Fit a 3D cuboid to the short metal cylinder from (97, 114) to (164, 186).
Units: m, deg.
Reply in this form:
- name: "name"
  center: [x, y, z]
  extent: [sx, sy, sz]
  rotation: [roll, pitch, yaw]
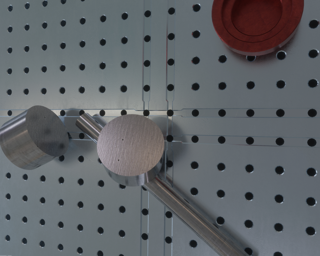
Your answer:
- name: "short metal cylinder"
  center: [-0.035, 0.029, 0.393]
  extent: [0.081, 0.050, 0.080]
  rotation: [1, 65, -1]

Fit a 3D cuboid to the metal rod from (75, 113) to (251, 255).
- name: "metal rod"
  center: [-0.002, 0.080, 0.413]
  extent: [0.300, 0.025, 0.025]
  rotation: [39, 103, 15]

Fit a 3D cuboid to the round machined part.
- name: "round machined part"
  center: [0.113, -0.133, 0.363]
  extent: [0.098, 0.042, 0.097]
  rotation: [0, 90, 20]

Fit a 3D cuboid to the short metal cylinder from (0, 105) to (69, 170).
- name: "short metal cylinder"
  center: [-0.179, 0.014, 0.447]
  extent: [0.050, 0.080, 0.080]
  rotation: [-26, 82, 18]
